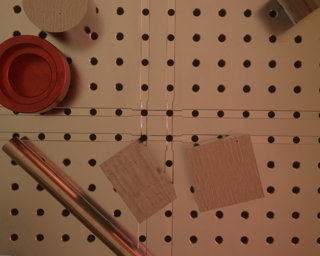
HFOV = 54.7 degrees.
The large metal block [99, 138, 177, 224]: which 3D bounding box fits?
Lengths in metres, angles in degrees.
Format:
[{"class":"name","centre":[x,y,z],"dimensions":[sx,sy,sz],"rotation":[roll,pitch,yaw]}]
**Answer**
[{"class":"large metal block","centre":[-0.025,0.060,0.386],"dimensions":[0.050,0.080,0.080],"rotation":[-35,90,0]}]

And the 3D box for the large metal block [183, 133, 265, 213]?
[{"class":"large metal block","centre":[0.079,0.055,0.401],"dimensions":[0.080,0.050,0.080],"rotation":[-13,90,0]}]

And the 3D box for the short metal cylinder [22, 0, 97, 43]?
[{"class":"short metal cylinder","centre":[-0.126,-0.156,0.400],"dimensions":[0.081,0.050,0.080],"rotation":[0,90,0]}]

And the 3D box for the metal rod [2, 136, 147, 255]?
[{"class":"metal rod","centre":[-0.089,0.122,0.412],"dimensions":[0.300,0.025,0.025],"rotation":[43,90,0]}]

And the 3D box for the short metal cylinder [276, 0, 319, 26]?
[{"class":"short metal cylinder","centre":[0.190,-0.175,0.387],"dimensions":[0.080,0.080,0.050],"rotation":[-35,90,0]}]

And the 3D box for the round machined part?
[{"class":"round machined part","centre":[-0.165,-0.067,0.403],"dimensions":[0.099,0.042,0.097],"rotation":[0,90,0]}]
